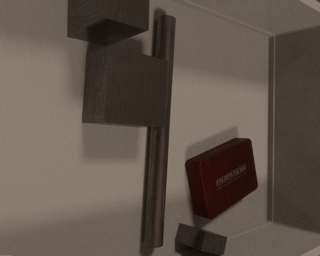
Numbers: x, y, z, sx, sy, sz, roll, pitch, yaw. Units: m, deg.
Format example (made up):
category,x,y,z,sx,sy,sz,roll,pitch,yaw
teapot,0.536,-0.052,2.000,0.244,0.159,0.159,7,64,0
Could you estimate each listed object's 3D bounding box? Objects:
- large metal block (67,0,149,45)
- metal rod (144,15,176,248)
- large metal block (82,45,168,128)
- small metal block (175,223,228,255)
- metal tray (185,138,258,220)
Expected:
category,x,y,z,sx,sy,sz,roll,pitch,yaw
large metal block,-0.056,-0.139,0.325,0.050,0.080,0.079,2,89,-40
metal rod,0.000,0.002,0.408,0.025,0.025,0.298,6,86,-40
large metal block,-0.039,-0.043,0.359,0.081,0.050,0.080,5,87,-40
small metal block,0.059,0.159,0.442,0.050,0.050,0.025,27,73,-37
metal tray,0.102,0.076,0.492,0.131,0.030,0.089,-19,102,-39
